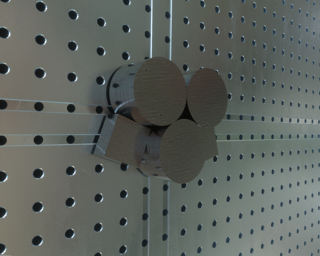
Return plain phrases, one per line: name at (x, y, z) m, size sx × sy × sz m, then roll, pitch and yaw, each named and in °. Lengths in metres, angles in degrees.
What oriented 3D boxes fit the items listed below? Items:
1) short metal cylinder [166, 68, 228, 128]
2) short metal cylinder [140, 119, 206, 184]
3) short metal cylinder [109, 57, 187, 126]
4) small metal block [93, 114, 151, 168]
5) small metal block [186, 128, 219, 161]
short metal cylinder at (0.048, -0.040, 0.429) m, size 0.081 × 0.050 × 0.079 m, roll 0°, pitch 90°, yaw -40°
short metal cylinder at (0.014, 0.028, 0.400) m, size 0.081 × 0.050 × 0.079 m, roll 0°, pitch 90°, yaw -40°
short metal cylinder at (-0.014, -0.042, 0.377) m, size 0.081 × 0.050 × 0.079 m, roll 0°, pitch 90°, yaw -40°
small metal block at (-0.044, 0.016, 0.368) m, size 0.050 × 0.025 × 0.050 m, roll 26°, pitch 74°, yaw -37°
small metal block at (0.056, 0.022, 0.453) m, size 0.050 × 0.025 × 0.050 m, roll -18°, pitch 102°, yaw -39°
